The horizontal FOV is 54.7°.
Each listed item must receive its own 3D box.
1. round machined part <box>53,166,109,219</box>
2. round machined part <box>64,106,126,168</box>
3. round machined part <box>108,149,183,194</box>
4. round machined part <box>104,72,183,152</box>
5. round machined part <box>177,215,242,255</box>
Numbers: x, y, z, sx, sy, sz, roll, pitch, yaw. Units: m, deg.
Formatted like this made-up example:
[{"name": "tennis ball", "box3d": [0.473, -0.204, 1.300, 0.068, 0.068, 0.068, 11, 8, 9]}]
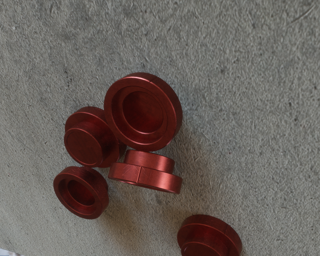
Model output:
[{"name": "round machined part", "box3d": [-0.128, 0.105, 0.528, 0.098, 0.042, 0.097, 13, 124, 21]}, {"name": "round machined part", "box3d": [-0.103, 0.020, 0.463, 0.098, 0.042, 0.097, 13, 124, 21]}, {"name": "round machined part", "box3d": [-0.017, 0.058, 0.419, 0.099, 0.042, 0.098, 12, 167, 3]}, {"name": "round machined part", "box3d": [-0.017, -0.023, 0.388, 0.098, 0.042, 0.097, 11, 119, 21]}, {"name": "round machined part", "box3d": [0.071, 0.183, 0.472, 0.098, 0.042, 0.097, 13, 124, 21]}]
